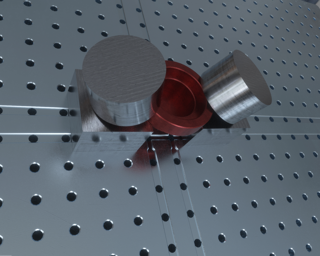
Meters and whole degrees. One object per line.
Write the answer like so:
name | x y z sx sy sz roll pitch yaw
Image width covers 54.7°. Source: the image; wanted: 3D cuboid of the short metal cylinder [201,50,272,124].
short metal cylinder | 0.097 -0.052 0.395 0.080 0.050 0.080 31 42 -33

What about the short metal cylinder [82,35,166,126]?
short metal cylinder | -0.036 -0.048 0.321 0.081 0.050 0.080 2 65 -4

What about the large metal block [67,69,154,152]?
large metal block | -0.062 -0.019 0.370 0.081 0.050 0.080 1 62 -28

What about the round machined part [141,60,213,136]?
round machined part | 0.014 -0.033 0.387 0.099 0.042 0.098 14 56 -21

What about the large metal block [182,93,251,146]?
large metal block | 0.070 -0.023 0.443 0.081 0.050 0.080 -1 62 -29
